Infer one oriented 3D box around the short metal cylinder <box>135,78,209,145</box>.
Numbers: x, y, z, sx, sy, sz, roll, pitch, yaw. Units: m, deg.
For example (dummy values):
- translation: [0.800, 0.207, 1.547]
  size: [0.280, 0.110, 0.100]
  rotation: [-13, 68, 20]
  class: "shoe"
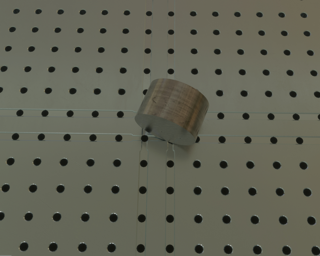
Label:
- translation: [0.015, -0.018, 0.389]
  size: [0.080, 0.080, 0.050]
  rotation: [21, 72, 7]
  class: "short metal cylinder"
